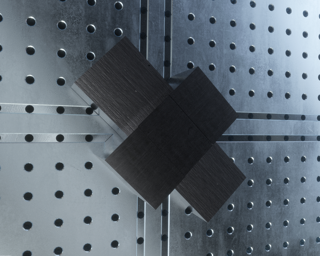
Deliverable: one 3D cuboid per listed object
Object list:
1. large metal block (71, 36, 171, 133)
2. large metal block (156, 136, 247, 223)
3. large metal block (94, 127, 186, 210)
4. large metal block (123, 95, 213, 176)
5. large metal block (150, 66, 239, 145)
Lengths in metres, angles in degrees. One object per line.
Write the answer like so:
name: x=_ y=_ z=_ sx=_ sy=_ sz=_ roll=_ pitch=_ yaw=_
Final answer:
large metal block: x=-0.048 y=-0.050 z=0.379 sx=0.080 sy=0.050 sz=0.080 roll=-47 pitch=105 yaw=-13
large metal block: x=0.054 y=0.065 z=0.421 sx=0.080 sy=0.050 sz=0.080 roll=-45 pitch=105 yaw=-14
large metal block: x=-0.028 y=0.044 z=0.374 sx=0.050 sy=0.080 sz=0.080 roll=-46 pitch=105 yaw=-14
large metal block: x=0.005 y=0.009 z=0.387 sx=0.050 sy=0.080 sz=0.080 roll=-46 pitch=105 yaw=-14
large metal block: x=0.040 y=-0.026 z=0.400 sx=0.050 sy=0.080 sz=0.080 roll=-46 pitch=105 yaw=-14
